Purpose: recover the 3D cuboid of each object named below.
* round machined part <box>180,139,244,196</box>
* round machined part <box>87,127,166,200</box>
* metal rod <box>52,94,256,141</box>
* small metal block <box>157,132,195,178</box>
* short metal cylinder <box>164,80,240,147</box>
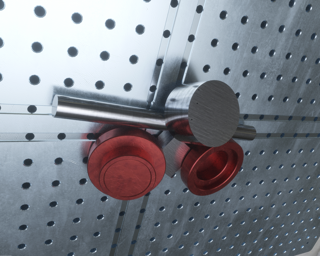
[{"bbox_3d":[0.073,0.050,0.464,0.099,0.042,0.097,-17,128,-22],"label":"round machined part"},{"bbox_3d":[-0.041,0.051,0.388,0.099,0.042,0.097,-4,118,-6],"label":"round machined part"},{"bbox_3d":[0.015,-0.008,0.410,0.302,0.025,0.025,7,115,-32],"label":"metal rod"},{"bbox_3d":[0.013,0.034,0.435,0.050,0.025,0.050,-45,129,3],"label":"small metal block"},{"bbox_3d":[0.053,-0.018,0.389,0.081,0.050,0.079,-2,94,-32],"label":"short metal cylinder"}]
